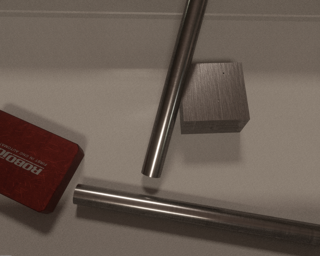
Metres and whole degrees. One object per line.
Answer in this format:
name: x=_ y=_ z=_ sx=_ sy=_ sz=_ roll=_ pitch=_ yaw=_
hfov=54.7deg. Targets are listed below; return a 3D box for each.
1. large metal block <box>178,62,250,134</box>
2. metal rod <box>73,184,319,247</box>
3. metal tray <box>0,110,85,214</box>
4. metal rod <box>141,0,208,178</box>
large metal block: x=0.067 y=-0.038 z=0.411 sx=0.081 sy=0.050 sz=0.080 roll=-2 pitch=70 yaw=-1
metal rod: x=0.047 y=0.104 z=0.372 sx=0.302 sy=0.025 sz=0.025 roll=9 pitch=70 yaw=3
metal tray: x=-0.175 y=0.040 z=0.390 sx=0.130 sy=0.030 sz=0.090 roll=23 pitch=71 yaw=7
metal rod: x=0.027 y=-0.085 z=0.376 sx=0.025 sy=0.025 sz=0.298 roll=15 pitch=96 yaw=5
